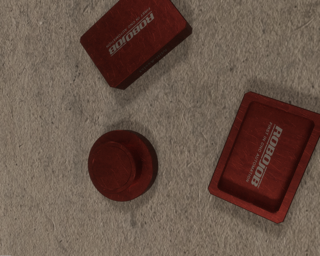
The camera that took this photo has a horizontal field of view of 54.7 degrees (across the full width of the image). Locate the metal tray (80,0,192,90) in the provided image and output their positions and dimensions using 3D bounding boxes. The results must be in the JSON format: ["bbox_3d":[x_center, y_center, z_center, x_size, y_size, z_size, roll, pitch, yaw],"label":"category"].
[{"bbox_3d":[-0.034,-0.125,0.417,0.130,0.030,0.090,-37,78,15],"label":"metal tray"}]

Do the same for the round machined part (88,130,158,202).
[{"bbox_3d":[-0.056,0.051,0.419,0.098,0.042,0.097,0,90,19],"label":"round machined part"}]

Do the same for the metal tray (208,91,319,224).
[{"bbox_3d":[0.122,0.032,0.363,0.090,0.030,0.129,22,97,18],"label":"metal tray"}]
